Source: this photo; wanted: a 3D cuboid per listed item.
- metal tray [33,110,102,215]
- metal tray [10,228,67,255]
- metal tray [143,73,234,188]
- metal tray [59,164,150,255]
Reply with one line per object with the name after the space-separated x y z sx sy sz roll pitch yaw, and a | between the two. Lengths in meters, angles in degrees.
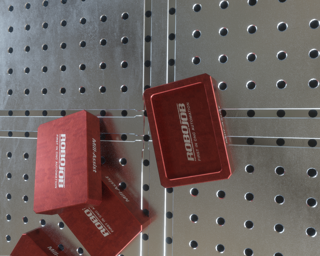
-0.128 0.048 0.432 0.090 0.030 0.130 -16 65 21 | metal tray
-0.175 0.230 0.473 0.130 0.030 0.090 37 102 16 | metal tray
0.036 0.005 0.397 0.090 0.030 0.129 -13 86 19 | metal tray
-0.089 0.117 0.442 0.130 0.030 0.090 46 104 14 | metal tray
